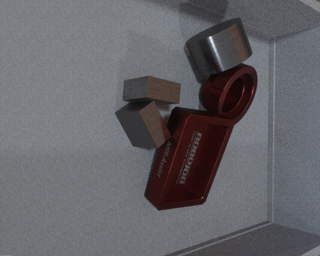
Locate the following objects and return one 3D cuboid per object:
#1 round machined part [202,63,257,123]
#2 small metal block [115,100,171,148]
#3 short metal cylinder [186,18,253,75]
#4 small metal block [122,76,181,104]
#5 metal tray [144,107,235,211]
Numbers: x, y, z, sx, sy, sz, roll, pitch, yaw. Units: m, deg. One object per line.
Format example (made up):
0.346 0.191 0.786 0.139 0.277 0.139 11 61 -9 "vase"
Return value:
0.101 -0.052 0.467 0.099 0.042 0.097 -28 133 -34 "round machined part"
-0.021 -0.004 0.375 0.025 0.050 0.050 -40 115 -33 "small metal block"
0.085 -0.116 0.444 0.080 0.080 0.050 -40 114 -33 "short metal cylinder"
-0.011 -0.045 0.383 0.050 0.050 0.025 7 86 -40 "small metal block"
0.040 0.041 0.408 0.091 0.030 0.129 5 109 -40 "metal tray"
